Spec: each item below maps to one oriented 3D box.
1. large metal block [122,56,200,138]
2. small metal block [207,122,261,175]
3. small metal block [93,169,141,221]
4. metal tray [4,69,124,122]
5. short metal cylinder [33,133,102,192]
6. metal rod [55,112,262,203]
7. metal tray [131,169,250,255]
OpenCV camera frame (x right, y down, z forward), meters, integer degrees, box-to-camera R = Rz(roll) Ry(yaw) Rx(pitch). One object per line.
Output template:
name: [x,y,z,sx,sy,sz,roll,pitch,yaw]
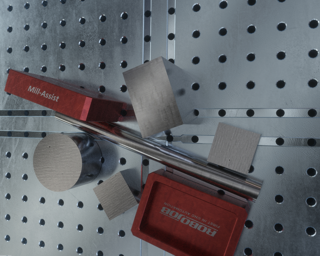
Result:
large metal block: [0.005,-0.034,0.383,0.050,0.080,0.080,-20,84,19]
small metal block: [0.091,0.024,0.380,0.050,0.025,0.050,18,96,19]
small metal block: [-0.057,0.093,0.433,0.050,0.025,0.050,-34,79,16]
metal tray: [-0.128,-0.043,0.422,0.130,0.090,0.030,20,97,19]
short metal cylinder: [-0.132,0.047,0.445,0.080,0.050,0.080,0,90,20]
metal rod: [-0.015,0.028,0.418,0.301,0.025,0.025,21,97,18]
metal tray: [0.036,0.117,0.396,0.130,0.030,0.089,19,97,18]
